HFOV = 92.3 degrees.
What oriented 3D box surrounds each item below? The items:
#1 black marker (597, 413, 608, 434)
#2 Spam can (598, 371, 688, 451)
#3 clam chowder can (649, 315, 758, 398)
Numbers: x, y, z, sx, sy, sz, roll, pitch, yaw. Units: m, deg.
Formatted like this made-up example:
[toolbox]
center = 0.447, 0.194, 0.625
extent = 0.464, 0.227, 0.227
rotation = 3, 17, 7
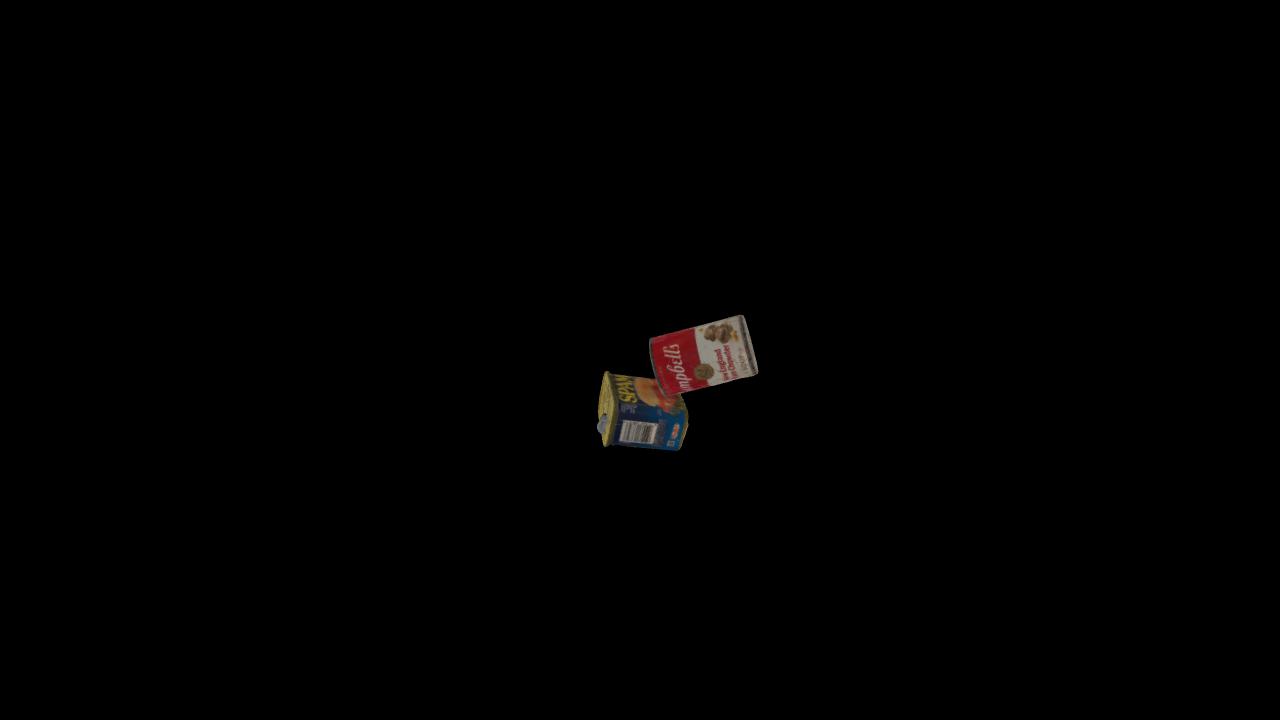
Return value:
[black marker]
center = -0.033, 0.061, 0.737
extent = 0.020, 0.020, 0.121
rotation = 0, 13, 6
[Spam can]
center = 0.001, 0.058, 0.693
extent = 0.085, 0.058, 0.101
rotation = 8, 23, -12
[clam chowder can]
center = 0.068, -0.004, 0.653
extent = 0.102, 0.068, 0.068
rotation = -15, -3, 12
